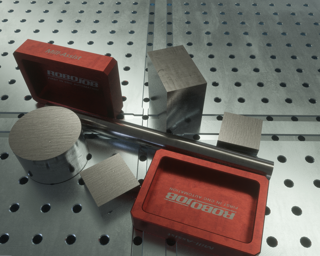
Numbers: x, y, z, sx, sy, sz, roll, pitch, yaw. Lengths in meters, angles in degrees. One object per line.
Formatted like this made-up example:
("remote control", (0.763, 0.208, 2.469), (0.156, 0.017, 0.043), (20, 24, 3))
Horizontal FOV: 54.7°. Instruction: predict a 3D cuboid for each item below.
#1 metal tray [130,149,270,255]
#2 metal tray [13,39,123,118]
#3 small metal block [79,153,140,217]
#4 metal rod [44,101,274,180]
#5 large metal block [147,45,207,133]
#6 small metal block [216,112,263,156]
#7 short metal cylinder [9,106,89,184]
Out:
("metal tray", (0.045, 0.080, 0.336), (0.131, 0.030, 0.090), (14, 52, 11))
("metal tray", (-0.119, -0.062, 0.415), (0.131, 0.090, 0.030), (14, 52, 12))
("small metal block", (-0.057, 0.064, 0.354), (0.050, 0.025, 0.050), (-26, 55, -20))
("metal rod", (-0.012, 0.013, 0.396), (0.301, 0.025, 0.025), (15, 52, 12))
("large metal block", (0.020, -0.051, 0.417), (0.050, 0.080, 0.080), (-14, 52, -12))
("small metal block", (0.102, 0.010, 0.399), (0.050, 0.025, 0.050), (13, 51, 11))
("short metal cylinder", (-0.131, 0.020, 0.373), (0.080, 0.050, 0.080), (0, 50, 0))
